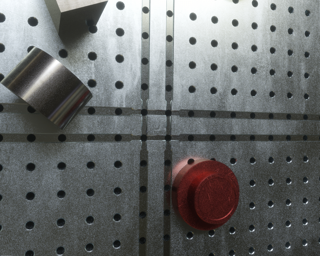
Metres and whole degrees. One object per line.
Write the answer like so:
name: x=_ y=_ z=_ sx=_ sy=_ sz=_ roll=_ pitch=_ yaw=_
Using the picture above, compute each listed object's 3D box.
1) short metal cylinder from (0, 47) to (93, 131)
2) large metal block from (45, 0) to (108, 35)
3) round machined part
short metal cylinder: x=-0.122 y=-0.041 z=0.338 sx=0.080 sy=0.080 sz=0.050 roll=41 pitch=77 yaw=-16
large metal block: x=-0.103 y=-0.160 z=0.345 sx=0.050 sy=0.080 sz=0.080 roll=-23 pitch=98 yaw=-19
round machined part: x=0.069 y=0.094 z=0.429 sx=0.099 sy=0.042 sz=0.097 roll=0 pitch=90 yaw=-20
